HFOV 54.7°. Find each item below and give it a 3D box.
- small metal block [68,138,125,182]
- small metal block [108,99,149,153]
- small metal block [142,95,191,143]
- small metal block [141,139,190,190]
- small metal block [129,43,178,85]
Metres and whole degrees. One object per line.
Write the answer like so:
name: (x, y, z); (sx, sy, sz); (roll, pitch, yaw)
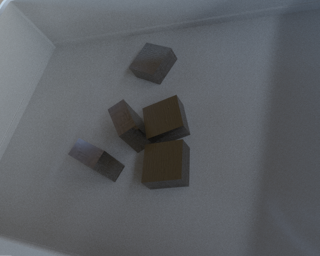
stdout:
small metal block: (-0.082, 0.042, 0.405); (0.050, 0.050, 0.025); (21, 73, 35)
small metal block: (-0.039, -0.002, 0.410); (0.025, 0.050, 0.050); (-33, 52, 6)
small metal block: (0.008, -0.009, 0.406); (0.050, 0.025, 0.050); (-21, 54, 15)
small metal block: (0.008, 0.044, 0.373); (0.050, 0.025, 0.050); (-9, 58, 23)
small metal block: (-0.010, -0.098, 0.470); (0.050, 0.025, 0.050); (23, 74, 36)
